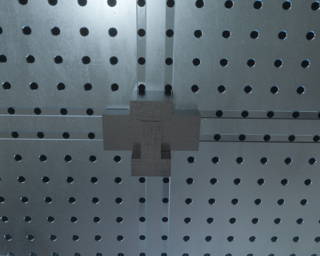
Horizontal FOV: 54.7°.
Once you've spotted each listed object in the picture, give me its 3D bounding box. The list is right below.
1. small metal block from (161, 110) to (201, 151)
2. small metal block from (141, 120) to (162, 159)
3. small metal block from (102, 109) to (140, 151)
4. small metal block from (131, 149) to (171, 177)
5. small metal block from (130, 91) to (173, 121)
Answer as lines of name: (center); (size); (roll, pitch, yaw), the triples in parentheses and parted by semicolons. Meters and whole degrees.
small metal block: (0.027, 0.003, 0.414); (0.050, 0.025, 0.050); (1, 110, -1)
small metal block: (-0.011, 0.007, 0.402); (0.025, 0.050, 0.050); (1, 110, -1)
small metal block: (-0.049, 0.002, 0.413); (0.050, 0.025, 0.050); (0, 110, -1)
small metal block: (-0.011, 0.042, 0.415); (0.050, 0.050, 0.025); (1, 110, -1)
small metal block: (-0.011, -0.029, 0.389); (0.050, 0.050, 0.025); (1, 110, -1)
